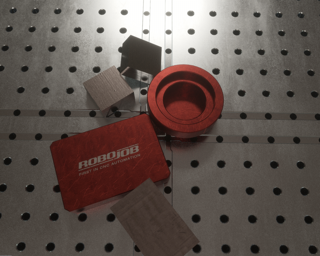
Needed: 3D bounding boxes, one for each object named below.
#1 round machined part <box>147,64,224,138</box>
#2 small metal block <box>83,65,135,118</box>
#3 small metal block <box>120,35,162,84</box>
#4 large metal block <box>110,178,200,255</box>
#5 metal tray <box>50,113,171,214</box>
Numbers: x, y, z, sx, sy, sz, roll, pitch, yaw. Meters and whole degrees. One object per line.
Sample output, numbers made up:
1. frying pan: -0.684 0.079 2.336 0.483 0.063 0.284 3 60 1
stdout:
1. round machined part: 0.032 -0.032 0.413 0.099 0.042 0.098 1 69 -3
2. small metal block: -0.070 -0.051 0.429 0.050 0.025 0.050 -33 74 -12
3. small metal block: -0.026 -0.095 0.434 0.050 0.025 0.050 14 67 -29
4. large metal block: -0.006 0.109 0.343 0.050 0.080 0.080 -37 74 -12
5. metal tray: -0.062 0.044 0.392 0.131 0.030 0.090 -18 71 -7
